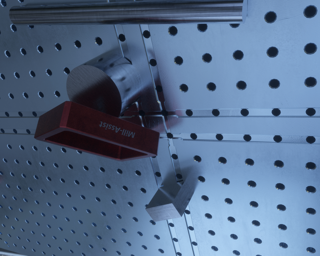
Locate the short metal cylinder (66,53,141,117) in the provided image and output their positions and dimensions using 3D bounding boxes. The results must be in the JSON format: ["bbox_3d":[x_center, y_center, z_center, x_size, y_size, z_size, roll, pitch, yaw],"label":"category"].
[{"bbox_3d":[-0.072,-0.051,0.400,0.080,0.050,0.079,13,124,20],"label":"short metal cylinder"}]

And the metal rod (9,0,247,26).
[{"bbox_3d":[-0.055,-0.132,0.357,0.301,0.025,0.025,8,122,23],"label":"metal rod"}]

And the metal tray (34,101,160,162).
[{"bbox_3d":[-0.077,0.010,0.391,0.131,0.030,0.090,20,158,-35],"label":"metal tray"}]

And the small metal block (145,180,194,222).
[{"bbox_3d":[0.014,0.107,0.452,0.050,0.050,0.025,-22,106,36],"label":"small metal block"}]
